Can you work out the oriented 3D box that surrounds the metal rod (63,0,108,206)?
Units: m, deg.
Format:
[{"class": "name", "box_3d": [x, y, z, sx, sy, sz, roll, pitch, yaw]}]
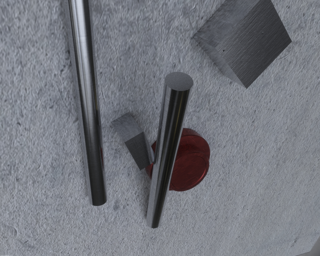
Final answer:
[{"class": "metal rod", "box_3d": [-0.080, -0.030, 0.345, 0.025, 0.025, 0.298, -13, 124, -22]}]

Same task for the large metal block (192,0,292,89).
[{"class": "large metal block", "box_3d": [0.102, -0.109, 0.380, 0.080, 0.050, 0.080, -47, 130, 5]}]

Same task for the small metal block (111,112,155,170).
[{"class": "small metal block", "box_3d": [-0.032, 0.016, 0.384, 0.025, 0.050, 0.050, -31, 129, -9]}]

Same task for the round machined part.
[{"class": "round machined part", "box_3d": [0.032, 0.053, 0.448, 0.099, 0.042, 0.097, -14, 125, -21]}]

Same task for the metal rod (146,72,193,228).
[{"class": "metal rod", "box_3d": [0.003, 0.054, 0.383, 0.025, 0.025, 0.298, -17, 144, -19]}]
